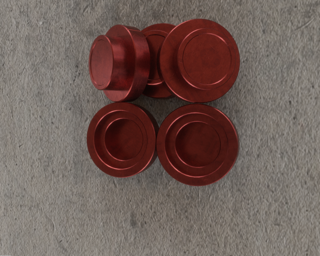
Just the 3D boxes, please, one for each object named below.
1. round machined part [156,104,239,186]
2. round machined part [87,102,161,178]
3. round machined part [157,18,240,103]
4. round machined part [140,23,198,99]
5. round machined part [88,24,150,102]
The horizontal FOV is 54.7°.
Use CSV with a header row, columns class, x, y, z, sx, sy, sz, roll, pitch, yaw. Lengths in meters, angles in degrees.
class,x,y,z,sx,sy,sz,roll,pitch,yaw
round machined part,0.048,0.020,0.383,0.098,0.042,0.097,0,90,19
round machined part,-0.045,0.015,0.416,0.098,0.042,0.097,0,90,19
round machined part,0.048,-0.078,0.360,0.099,0.042,0.097,-1,96,-12
round machined part,-0.002,-0.087,0.400,0.098,0.042,0.097,0,90,19
round machined part,-0.058,-0.082,0.395,0.098,0.042,0.097,7,99,52
